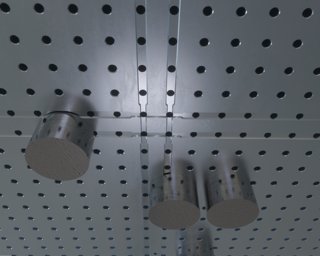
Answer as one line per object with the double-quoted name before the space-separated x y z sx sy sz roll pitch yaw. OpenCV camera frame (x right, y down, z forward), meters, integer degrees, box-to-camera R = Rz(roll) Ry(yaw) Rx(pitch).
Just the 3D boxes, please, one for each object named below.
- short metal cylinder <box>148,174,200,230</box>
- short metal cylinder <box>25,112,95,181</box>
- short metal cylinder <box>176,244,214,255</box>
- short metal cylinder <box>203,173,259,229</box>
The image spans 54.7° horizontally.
"short metal cylinder" 0.022 0.119 0.497 0.081 0.050 0.079 0 130 0
"short metal cylinder" -0.132 0.026 0.416 0.081 0.050 0.079 0 130 0
"short metal cylinder" 0.073 0.281 0.636 0.081 0.050 0.079 0 130 0
"short metal cylinder" 0.112 0.117 0.496 0.081 0.050 0.079 0 130 0
